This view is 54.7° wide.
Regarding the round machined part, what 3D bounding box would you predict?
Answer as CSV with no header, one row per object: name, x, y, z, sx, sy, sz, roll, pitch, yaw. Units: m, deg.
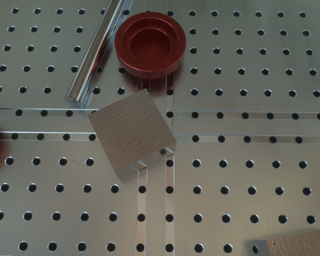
round machined part,-0.013,-0.113,0.444,0.099,0.042,0.098,0,70,0

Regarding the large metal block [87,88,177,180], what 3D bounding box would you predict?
large metal block,-0.034,0.009,0.395,0.080,0.050,0.080,-26,72,-9

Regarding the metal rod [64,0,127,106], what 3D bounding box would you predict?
metal rod,-0.074,-0.170,0.472,0.025,0.025,0.299,16,71,6

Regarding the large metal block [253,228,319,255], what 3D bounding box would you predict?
large metal block,0.160,0.158,0.342,0.081,0.050,0.080,-9,70,-4
